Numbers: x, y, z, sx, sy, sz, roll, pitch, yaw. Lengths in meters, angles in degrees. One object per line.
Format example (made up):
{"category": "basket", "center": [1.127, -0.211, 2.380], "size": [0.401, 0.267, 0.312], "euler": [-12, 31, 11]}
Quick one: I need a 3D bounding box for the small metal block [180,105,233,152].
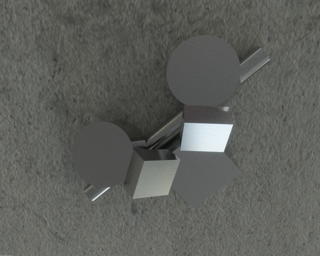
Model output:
{"category": "small metal block", "center": [0.050, 0.002, 0.346], "size": [0.050, 0.025, 0.050], "euler": [2, 141, -1]}

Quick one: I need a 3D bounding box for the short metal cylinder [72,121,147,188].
{"category": "short metal cylinder", "center": [-0.062, 0.031, 0.393], "size": [0.080, 0.050, 0.079], "euler": [0, 92, 15]}

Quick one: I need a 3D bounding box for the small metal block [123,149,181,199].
{"category": "small metal block", "center": [-0.010, 0.053, 0.364], "size": [0.050, 0.025, 0.050], "euler": [3, 114, -36]}

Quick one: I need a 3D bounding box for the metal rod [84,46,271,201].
{"category": "metal rod", "center": [0.014, 0.002, 0.411], "size": [0.300, 0.025, 0.025], "euler": [-39, 106, 13]}

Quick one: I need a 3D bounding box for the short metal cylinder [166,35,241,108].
{"category": "short metal cylinder", "center": [0.053, -0.062, 0.360], "size": [0.080, 0.050, 0.079], "euler": [0, 92, 15]}

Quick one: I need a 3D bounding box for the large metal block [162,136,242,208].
{"category": "large metal block", "center": [0.047, 0.045, 0.413], "size": [0.080, 0.050, 0.080], "euler": [-40, 106, 13]}
